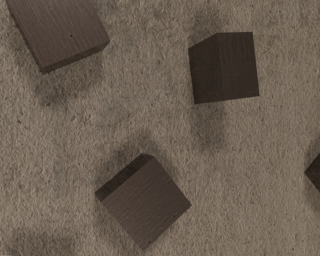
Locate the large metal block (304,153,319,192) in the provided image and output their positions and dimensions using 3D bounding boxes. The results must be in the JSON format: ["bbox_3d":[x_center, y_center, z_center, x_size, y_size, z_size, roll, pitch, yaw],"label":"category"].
[{"bbox_3d":[0.301,0.075,0.510,0.080,0.050,0.080,-45,105,-15],"label":"large metal block"}]

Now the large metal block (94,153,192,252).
[{"bbox_3d":[-0.022,0.089,0.389,0.080,0.050,0.080,-40,103,-16],"label":"large metal block"}]

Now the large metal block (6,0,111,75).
[{"bbox_3d":[-0.115,-0.116,0.353,0.081,0.050,0.080,-28,100,-18],"label":"large metal block"}]

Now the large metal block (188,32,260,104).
[{"bbox_3d":[0.082,-0.076,0.411,0.050,0.080,0.079,-8,93,-20],"label":"large metal block"}]
